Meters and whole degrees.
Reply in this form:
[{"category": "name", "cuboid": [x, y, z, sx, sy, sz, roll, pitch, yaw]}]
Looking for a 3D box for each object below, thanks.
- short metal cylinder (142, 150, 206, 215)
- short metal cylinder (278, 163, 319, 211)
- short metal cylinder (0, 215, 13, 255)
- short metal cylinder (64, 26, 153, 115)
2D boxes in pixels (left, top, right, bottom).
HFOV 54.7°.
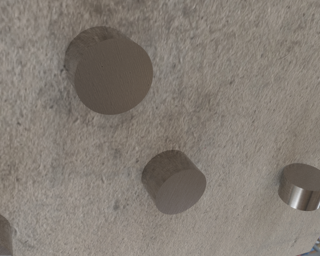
[{"category": "short metal cylinder", "cuboid": [0.020, 0.079, 0.452, 0.081, 0.050, 0.079, -14, 125, -21]}, {"category": "short metal cylinder", "cuboid": [0.274, 0.112, 0.594, 0.081, 0.080, 0.050, -12, 124, -22]}, {"category": "short metal cylinder", "cuboid": [-0.217, 0.145, 0.362, 0.081, 0.050, 0.079, -14, 125, -21]}, {"category": "short metal cylinder", "cuboid": [-0.054, -0.060, 0.325, 0.081, 0.050, 0.079, -14, 125, -21]}]
